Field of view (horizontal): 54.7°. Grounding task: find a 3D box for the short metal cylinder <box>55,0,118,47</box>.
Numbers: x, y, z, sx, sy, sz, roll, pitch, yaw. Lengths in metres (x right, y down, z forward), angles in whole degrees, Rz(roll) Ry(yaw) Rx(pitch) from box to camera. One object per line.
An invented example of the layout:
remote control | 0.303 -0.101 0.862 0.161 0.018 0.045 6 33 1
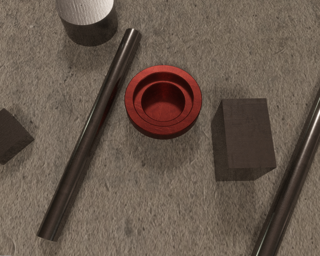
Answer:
short metal cylinder | -0.105 -0.168 0.455 0.081 0.050 0.080 0 70 0

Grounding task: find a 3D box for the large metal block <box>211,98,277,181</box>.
large metal block | 0.096 0.017 0.374 0.050 0.080 0.080 -1 70 -1

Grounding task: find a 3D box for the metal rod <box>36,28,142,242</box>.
metal rod | -0.085 -0.005 0.409 0.025 0.025 0.299 17 71 6

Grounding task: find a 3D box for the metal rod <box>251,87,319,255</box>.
metal rod | 0.173 0.055 0.390 0.025 0.025 0.300 27 72 9

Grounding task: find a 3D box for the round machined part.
round machined part | 0.004 -0.031 0.410 0.099 0.042 0.098 0 70 -1

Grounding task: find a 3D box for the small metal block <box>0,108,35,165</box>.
small metal block | -0.203 0.011 0.402 0.050 0.025 0.050 -43 76 -14
